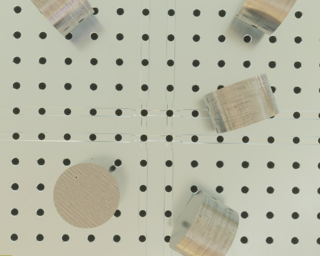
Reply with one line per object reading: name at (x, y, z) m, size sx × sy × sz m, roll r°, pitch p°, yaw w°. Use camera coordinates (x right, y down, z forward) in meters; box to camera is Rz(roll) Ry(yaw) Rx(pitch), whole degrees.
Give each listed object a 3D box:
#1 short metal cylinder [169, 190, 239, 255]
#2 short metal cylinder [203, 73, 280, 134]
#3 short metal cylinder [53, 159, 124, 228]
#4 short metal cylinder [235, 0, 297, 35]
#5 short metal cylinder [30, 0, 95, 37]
short metal cylinder at (0.054, 0.126, 0.386) m, size 0.050 × 0.080 × 0.080 m, roll 32°, pitch 90°, yaw 0°
short metal cylinder at (0.100, -0.030, 0.387) m, size 0.080 × 0.080 × 0.050 m, roll -20°, pitch 90°, yaw 0°
short metal cylinder at (-0.089, 0.082, 0.400) m, size 0.081 × 0.050 × 0.079 m, roll 0°, pitch 90°, yaw 0°
short metal cylinder at (0.136, -0.164, 0.387) m, size 0.050 × 0.080 × 0.080 m, roll 28°, pitch 90°, yaw 0°
short metal cylinder at (-0.128, -0.162, 0.385) m, size 0.050 × 0.080 × 0.080 m, roll -40°, pitch 90°, yaw 0°
